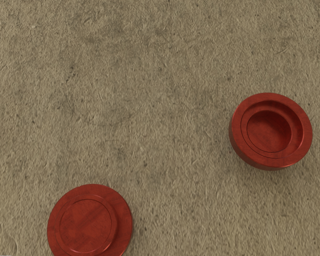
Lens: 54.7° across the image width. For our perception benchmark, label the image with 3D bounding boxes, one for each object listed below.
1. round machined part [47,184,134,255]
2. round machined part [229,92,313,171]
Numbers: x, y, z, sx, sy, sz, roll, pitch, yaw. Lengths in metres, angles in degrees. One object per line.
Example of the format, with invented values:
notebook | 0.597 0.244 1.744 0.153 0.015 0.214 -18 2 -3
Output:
round machined part | -0.081 0.113 0.357 0.099 0.042 0.098 0 70 0
round machined part | 0.137 0.007 0.397 0.099 0.042 0.098 0 70 0
